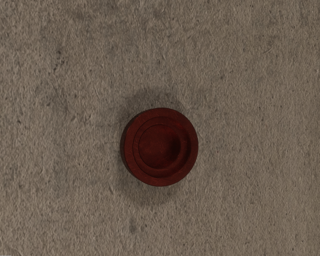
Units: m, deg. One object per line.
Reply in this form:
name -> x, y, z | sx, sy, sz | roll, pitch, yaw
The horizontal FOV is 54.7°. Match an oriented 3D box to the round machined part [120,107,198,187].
round machined part -> -0.004, 0.023, 0.400 | 0.099, 0.042, 0.097 | 0, 90, -21
